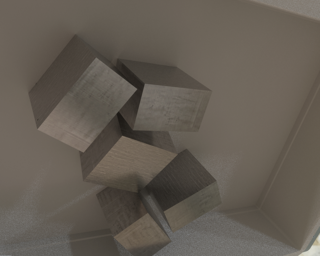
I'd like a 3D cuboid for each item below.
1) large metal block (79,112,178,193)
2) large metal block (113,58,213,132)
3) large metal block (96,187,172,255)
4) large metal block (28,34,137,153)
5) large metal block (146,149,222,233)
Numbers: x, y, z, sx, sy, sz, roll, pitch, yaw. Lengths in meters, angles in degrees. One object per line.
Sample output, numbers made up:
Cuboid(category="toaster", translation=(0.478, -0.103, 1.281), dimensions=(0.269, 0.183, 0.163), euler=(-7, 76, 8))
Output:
Cuboid(category="large metal block", translation=(-0.040, 0.029, 0.377), dimensions=(0.080, 0.050, 0.080), euler=(22, 122, -37))
Cuboid(category="large metal block", translation=(-0.003, -0.037, 0.350), dimensions=(0.081, 0.080, 0.050), euler=(2, 117, -30))
Cuboid(category="large metal block", translation=(-0.037, 0.126, 0.432), dimensions=(0.050, 0.080, 0.080), euler=(-35, 129, -6))
Cuboid(category="large metal block", translation=(-0.080, -0.037, 0.308), dimensions=(0.080, 0.080, 0.050), euler=(-49, 129, 6))
Cuboid(category="large metal block", translation=(0.029, 0.087, 0.445), dimensions=(0.080, 0.080, 0.050), euler=(-28, 128, -11))
